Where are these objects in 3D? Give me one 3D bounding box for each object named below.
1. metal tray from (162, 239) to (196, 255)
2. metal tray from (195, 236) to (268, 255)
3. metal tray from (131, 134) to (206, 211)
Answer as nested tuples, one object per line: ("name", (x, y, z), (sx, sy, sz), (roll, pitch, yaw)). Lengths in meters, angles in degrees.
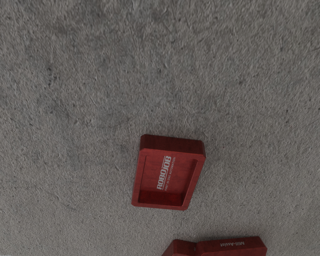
("metal tray", (0.074, 0.276, 0.638), (0.131, 0.030, 0.089), (15, 129, -13))
("metal tray", (0.132, 0.258, 0.595), (0.131, 0.030, 0.089), (-1, 114, -12))
("metal tray", (0.009, 0.071, 0.463), (0.091, 0.030, 0.129), (7, 130, -6))
